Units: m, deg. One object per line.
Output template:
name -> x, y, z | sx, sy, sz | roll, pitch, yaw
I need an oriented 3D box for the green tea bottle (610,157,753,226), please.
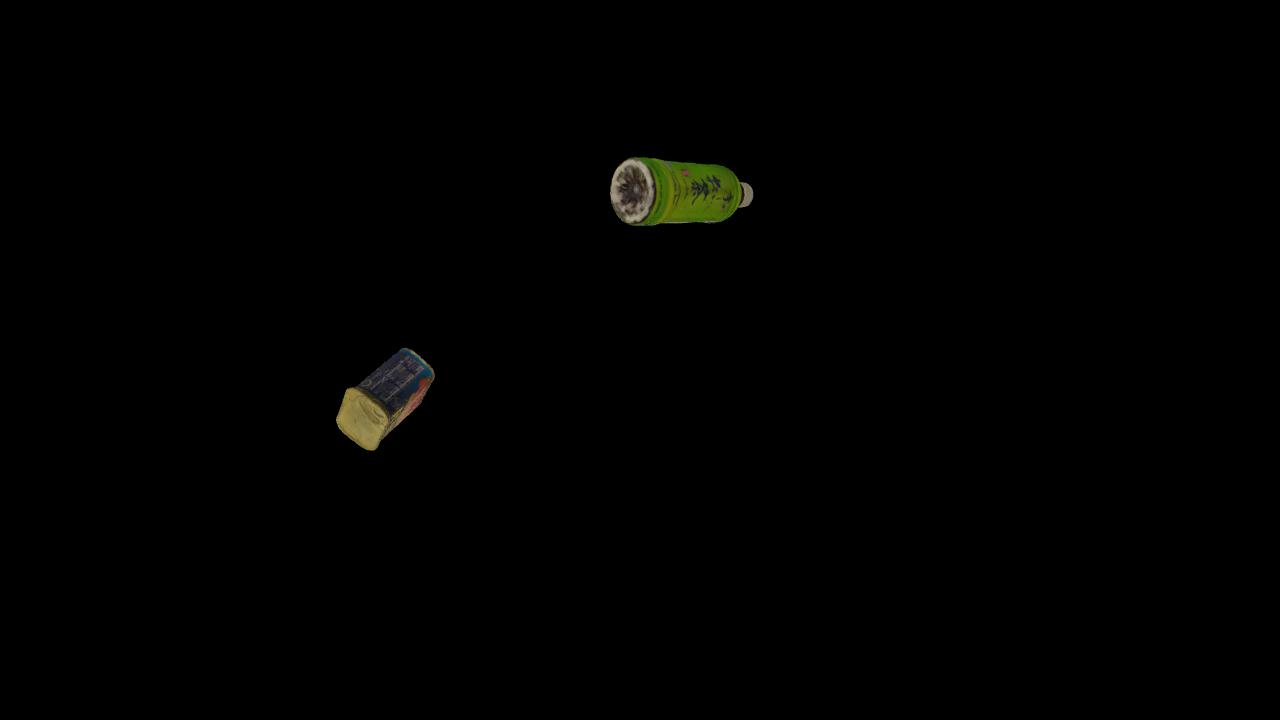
green tea bottle -> 0.060, -0.191, 0.709 | 0.073, 0.073, 0.212 | 0, 10, 42

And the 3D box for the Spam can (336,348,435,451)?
Spam can -> -0.295, 0.045, 0.716 | 0.101, 0.058, 0.085 | -45, 7, 44
